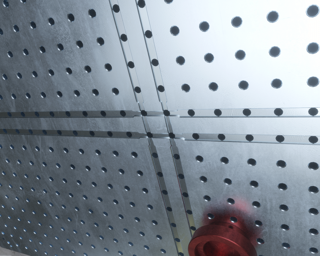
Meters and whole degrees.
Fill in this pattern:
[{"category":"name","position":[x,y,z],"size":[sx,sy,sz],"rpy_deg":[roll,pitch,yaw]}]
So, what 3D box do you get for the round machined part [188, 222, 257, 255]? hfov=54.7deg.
[{"category":"round machined part","position":[0.095,0.180,0.462],"size":[0.098,0.042,0.097],"rpy_deg":[13,124,21]}]
